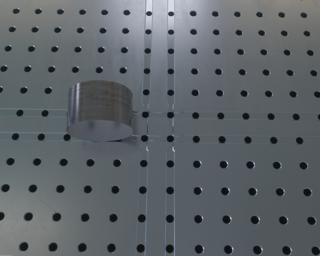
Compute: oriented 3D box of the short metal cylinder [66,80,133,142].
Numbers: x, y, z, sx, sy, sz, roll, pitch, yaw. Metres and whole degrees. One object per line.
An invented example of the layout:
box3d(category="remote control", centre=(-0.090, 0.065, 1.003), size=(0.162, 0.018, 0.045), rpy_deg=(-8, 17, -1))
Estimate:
box3d(category="short metal cylinder", centre=(-0.074, -0.019, 0.389), size=(0.080, 0.080, 0.050), rpy_deg=(-2, 70, -1))
